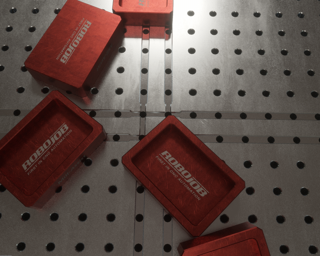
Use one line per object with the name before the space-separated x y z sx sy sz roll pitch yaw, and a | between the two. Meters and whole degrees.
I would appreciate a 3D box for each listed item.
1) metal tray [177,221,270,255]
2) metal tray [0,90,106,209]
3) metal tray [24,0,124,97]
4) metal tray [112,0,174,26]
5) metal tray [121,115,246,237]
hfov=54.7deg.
metal tray | 0.080 0.177 0.329 0.091 0.030 0.129 -16 85 -6
metal tray | -0.146 0.025 0.397 0.090 0.030 0.130 37 74 12
metal tray | -0.121 -0.119 0.451 0.090 0.030 0.130 23 71 7
metal tray | -0.024 -0.225 0.491 0.091 0.030 0.130 2 70 0
metal tray | 0.027 0.058 0.388 0.090 0.030 0.130 -42 76 -14
